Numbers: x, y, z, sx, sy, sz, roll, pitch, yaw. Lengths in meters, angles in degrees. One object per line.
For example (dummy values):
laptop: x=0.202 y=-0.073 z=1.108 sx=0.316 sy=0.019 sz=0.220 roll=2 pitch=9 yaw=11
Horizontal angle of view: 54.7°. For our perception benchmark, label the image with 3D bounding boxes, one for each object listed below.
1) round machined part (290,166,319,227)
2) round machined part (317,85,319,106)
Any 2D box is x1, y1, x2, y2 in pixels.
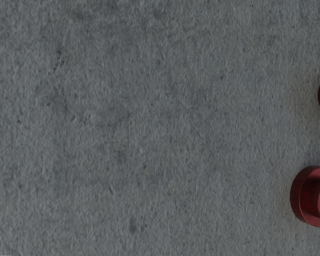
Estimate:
round machined part: x=0.264 y=0.112 z=0.500 sx=0.099 sy=0.042 sz=0.097 roll=0 pitch=90 yaw=-21
round machined part: x=0.305 y=-0.055 z=0.515 sx=0.099 sy=0.042 sz=0.097 roll=0 pitch=90 yaw=-21
